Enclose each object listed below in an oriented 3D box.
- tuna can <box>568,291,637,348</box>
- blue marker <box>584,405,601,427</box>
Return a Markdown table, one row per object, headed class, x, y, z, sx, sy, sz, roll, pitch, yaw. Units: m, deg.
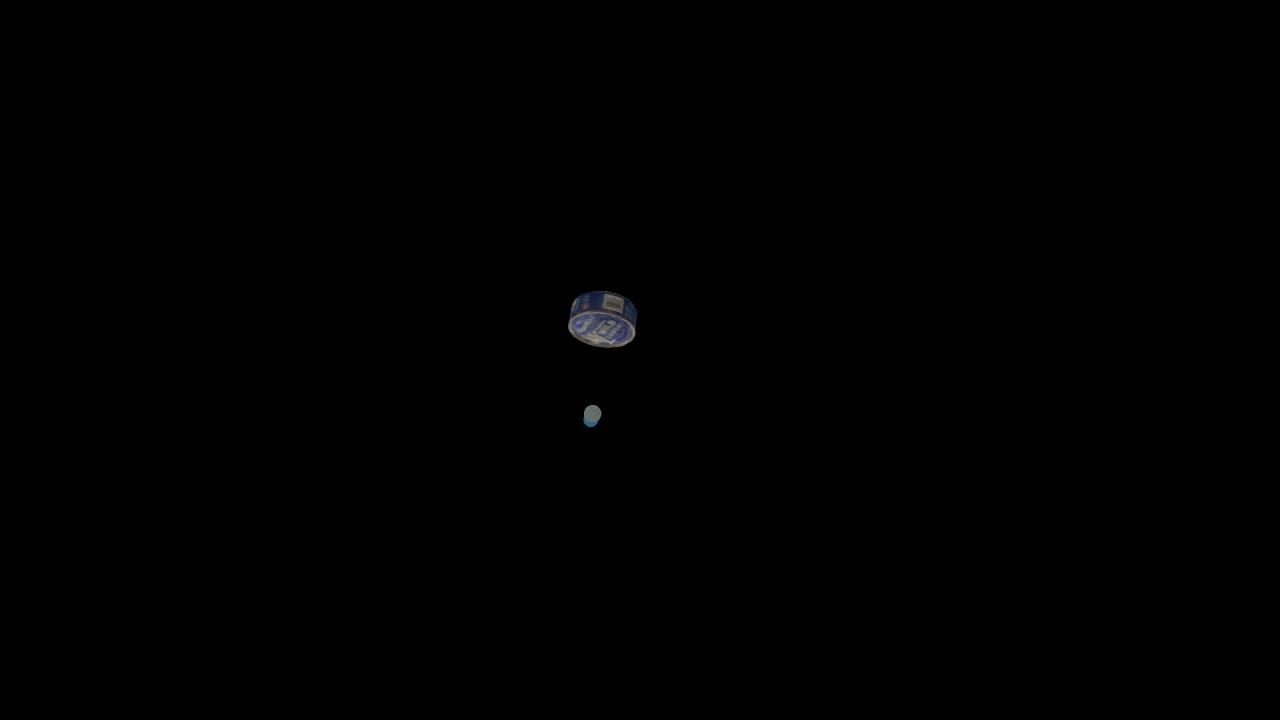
| class | x | y | z | sx | sy | sz | roll | pitch | yaw |
| --- | --- | --- | --- | --- | --- | --- | --- | --- | --- |
| tuna can | -0.046 | -0.050 | 0.765 | 0.084 | 0.034 | 0.084 | 4 | -27 | 2 |
| blue marker | -0.056 | 0.067 | 0.721 | 0.020 | 0.020 | 0.121 | 0 | -9 | -6 |
